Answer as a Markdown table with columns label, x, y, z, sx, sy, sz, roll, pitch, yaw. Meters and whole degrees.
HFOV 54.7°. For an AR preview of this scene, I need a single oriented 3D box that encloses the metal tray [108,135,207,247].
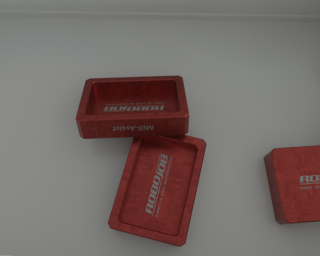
| label | x | y | z | sx | sy | sz | roll | pitch | yaw |
| --- | --- | --- | --- | --- | --- | --- | --- | --- | --- |
| metal tray | -0.001 | 0.069 | 0.381 | 0.090 | 0.030 | 0.130 | 14 | 70 | 4 |

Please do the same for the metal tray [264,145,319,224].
| label | x | y | z | sx | sy | sz | roll | pitch | yaw |
| --- | --- | --- | --- | --- | --- | --- | --- | --- | --- |
| metal tray | 0.205 | 0.068 | 0.385 | 0.131 | 0.030 | 0.090 | -4 | 70 | -2 |

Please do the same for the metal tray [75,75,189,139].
| label | x | y | z | sx | sy | sz | roll | pitch | yaw |
| --- | --- | --- | --- | --- | --- | --- | --- | --- | --- |
| metal tray | -0.033 | -0.029 | 0.396 | 0.131 | 0.030 | 0.090 | -2 | 41 | -1 |
